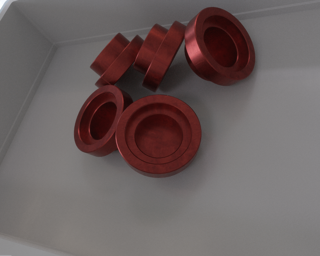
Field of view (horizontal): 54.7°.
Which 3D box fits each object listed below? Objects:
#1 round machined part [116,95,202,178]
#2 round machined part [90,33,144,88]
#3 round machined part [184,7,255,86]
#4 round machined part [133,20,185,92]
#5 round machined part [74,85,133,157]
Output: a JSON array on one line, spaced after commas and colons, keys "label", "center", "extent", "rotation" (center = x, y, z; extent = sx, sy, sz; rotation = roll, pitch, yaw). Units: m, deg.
[{"label": "round machined part", "center": [-0.001, 0.012, 0.373], "extent": [0.099, 0.042, 0.098], "rotation": [-1, 68, 2]}, {"label": "round machined part", "center": [-0.066, -0.102, 0.460], "extent": [0.098, 0.042, 0.098], "rotation": [-46, 14, 16]}, {"label": "round machined part", "center": [0.070, -0.098, 0.393], "extent": [0.042, 0.099, 0.098], "rotation": [-28, 44, 54]}, {"label": "round machined part", "center": [-0.002, -0.101, 0.420], "extent": [0.042, 0.098, 0.098], "rotation": [28, 73, -3]}, {"label": "round machined part", "center": [-0.070, -0.006, 0.426], "extent": [0.098, 0.042, 0.098], "rotation": [-20, 56, 34]}]
